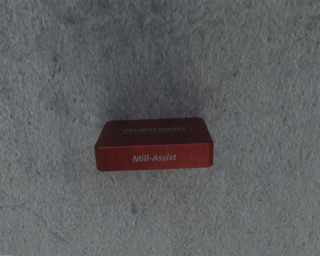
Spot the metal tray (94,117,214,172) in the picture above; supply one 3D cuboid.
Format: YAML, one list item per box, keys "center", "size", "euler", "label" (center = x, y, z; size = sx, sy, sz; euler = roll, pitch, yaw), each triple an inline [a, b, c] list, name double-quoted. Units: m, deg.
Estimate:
- center: [-0.006, 0.017, 0.381]
  size: [0.131, 0.090, 0.030]
  euler: [-2, 110, 0]
  label: "metal tray"
